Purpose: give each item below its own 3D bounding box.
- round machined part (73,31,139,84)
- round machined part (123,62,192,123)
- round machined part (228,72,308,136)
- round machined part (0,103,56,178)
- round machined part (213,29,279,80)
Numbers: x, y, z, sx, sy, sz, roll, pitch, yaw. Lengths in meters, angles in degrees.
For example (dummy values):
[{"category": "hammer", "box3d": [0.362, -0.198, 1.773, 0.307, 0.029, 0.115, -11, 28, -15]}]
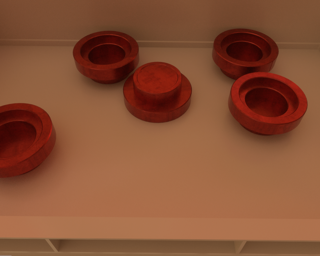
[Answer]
[{"category": "round machined part", "box3d": [-0.082, -0.106, 0.482, 0.099, 0.042, 0.098, 0, 50, 0]}, {"category": "round machined part", "box3d": [-0.004, -0.058, 0.442, 0.099, 0.042, 0.098, 0, 50, 0]}, {"category": "round machined part", "box3d": [0.142, -0.028, 0.420, 0.099, 0.042, 0.098, 0, 50, 0]}, {"category": "round machined part", "box3d": [-0.177, 0.019, 0.376, 0.099, 0.042, 0.098, 0, 50, 0]}, {"category": "round machined part", "box3d": [0.132, -0.112, 0.490, 0.099, 0.042, 0.098, 0, 50, 0]}]
